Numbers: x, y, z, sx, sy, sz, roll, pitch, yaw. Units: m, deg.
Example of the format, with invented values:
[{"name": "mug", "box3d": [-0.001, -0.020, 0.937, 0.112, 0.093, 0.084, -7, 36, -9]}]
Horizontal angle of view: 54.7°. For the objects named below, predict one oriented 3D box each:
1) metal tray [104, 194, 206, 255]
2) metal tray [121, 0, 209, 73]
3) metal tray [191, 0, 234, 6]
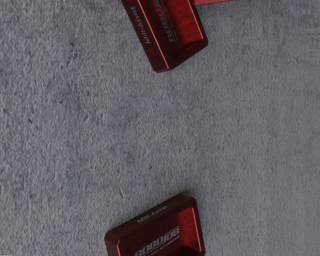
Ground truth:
[{"name": "metal tray", "box3d": [-0.001, 0.152, 0.400, 0.131, 0.030, 0.089, -18, 102, -38]}, {"name": "metal tray", "box3d": [0.006, -0.150, 0.405, 0.091, 0.030, 0.129, -40, 114, -33]}, {"name": "metal tray", "box3d": [0.109, -0.200, 0.407, 0.090, 0.130, 0.030, -73, 154, -48]}]
